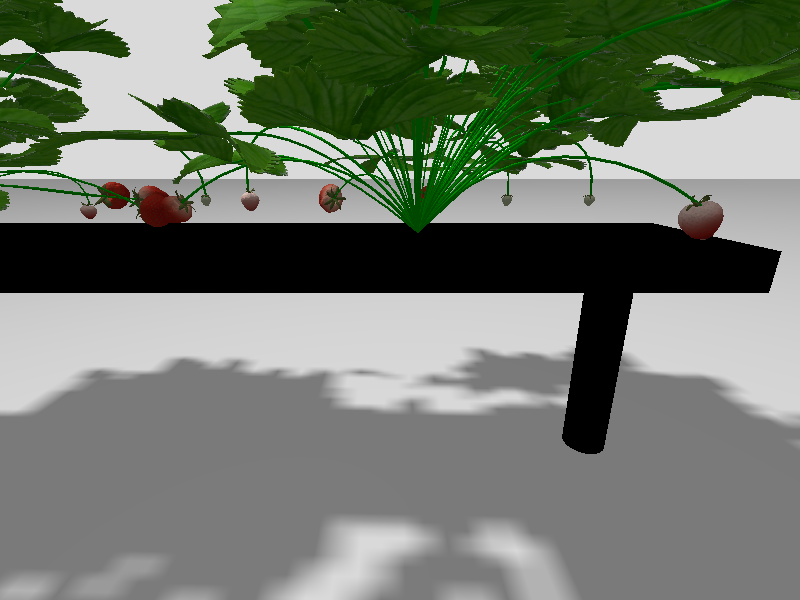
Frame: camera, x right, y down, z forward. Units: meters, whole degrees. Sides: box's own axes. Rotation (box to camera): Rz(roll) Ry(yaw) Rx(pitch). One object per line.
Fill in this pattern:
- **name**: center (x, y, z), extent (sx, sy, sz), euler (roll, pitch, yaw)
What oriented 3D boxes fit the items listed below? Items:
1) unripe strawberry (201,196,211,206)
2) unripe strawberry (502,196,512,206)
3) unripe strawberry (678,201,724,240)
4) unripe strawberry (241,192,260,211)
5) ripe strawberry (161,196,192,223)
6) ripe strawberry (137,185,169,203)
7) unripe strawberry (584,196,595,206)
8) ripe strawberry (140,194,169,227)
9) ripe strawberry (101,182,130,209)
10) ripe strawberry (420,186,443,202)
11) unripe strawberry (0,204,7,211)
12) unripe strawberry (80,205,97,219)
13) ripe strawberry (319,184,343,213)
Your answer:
- **unripe strawberry**: center (-0.227, -0.116, 0.468), extent (0.011, 0.011, 0.011), euler (-11, 21, -30)
- **unripe strawberry**: center (0.142, -0.132, 0.533), extent (0.013, 0.014, 0.014), euler (11, 21, 31)
- **unripe strawberry**: center (0.242, -0.063, 0.322), extent (0.030, 0.031, 0.029), euler (-23, 14, 13)
- **unripe strawberry**: center (-0.193, -0.127, 0.516), extent (0.020, 0.024, 0.024), euler (15, 24, 38)
- **ripe strawberry**: center (-0.216, -0.085, 0.385), extent (0.028, 0.027, 0.030), euler (-32, 10, 19)
- **ripe strawberry**: center (-0.312, -0.129, 0.508), extent (0.036, 0.031, 0.036), euler (13, 21, 33)
- **unripe strawberry**: center (0.209, -0.110, 0.443), extent (0.010, 0.011, 0.011), euler (-10, 21, -27)
- **ripe strawberry**: center (-0.227, -0.084, 0.380), extent (0.032, 0.031, 0.029), euler (1, 18, -11)
- **ripe strawberry**: center (-0.378, -0.140, 0.536), extent (0.031, 0.036, 0.034), euler (5, 18, 15)
- **ripe strawberry**: center (0.038, -0.120, 0.482), extent (0.034, 0.036, 0.037), euler (3, 18, 8)
- **unripe strawberry**: center (-0.511, -0.120, 0.512), extent (0.014, 0.012, 0.012), euler (-8, -24, -23)
- **unripe strawberry**: center (-0.336, -0.095, 0.433), extent (0.015, 0.015, 0.016), euler (-16, 24, -40)
- **ripe strawberry**: center (-0.087, -0.125, 0.494), extent (0.030, 0.034, 0.032), euler (-11, 16, -31)
